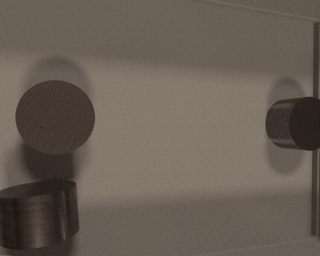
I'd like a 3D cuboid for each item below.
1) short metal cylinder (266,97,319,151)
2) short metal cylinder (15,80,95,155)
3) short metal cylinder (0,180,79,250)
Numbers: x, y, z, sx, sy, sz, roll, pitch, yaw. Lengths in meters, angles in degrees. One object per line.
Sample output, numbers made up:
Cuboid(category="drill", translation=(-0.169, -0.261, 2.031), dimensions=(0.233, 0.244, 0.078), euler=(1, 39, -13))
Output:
Cuboid(category="short metal cylinder", translation=(0.213, -0.006, 0.478), dimensions=(0.081, 0.050, 0.079), euler=(0, 90, -20))
Cuboid(category="short metal cylinder", translation=(-0.119, -0.011, 0.354), dimensions=(0.081, 0.050, 0.079), euler=(0, 90, -21))
Cuboid(category="short metal cylinder", translation=(-0.130, 0.089, 0.334), dimensions=(0.081, 0.080, 0.050), euler=(-4, 92, -20))
